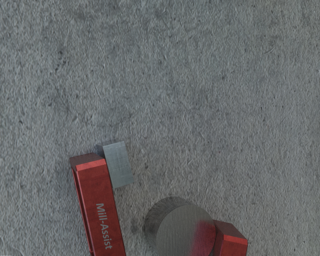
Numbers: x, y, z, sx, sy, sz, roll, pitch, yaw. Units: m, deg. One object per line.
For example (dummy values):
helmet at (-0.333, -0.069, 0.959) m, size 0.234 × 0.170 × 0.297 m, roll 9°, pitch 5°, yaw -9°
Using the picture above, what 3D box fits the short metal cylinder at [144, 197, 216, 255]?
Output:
short metal cylinder at (0.025, 0.135, 0.405) m, size 0.081 × 0.050 × 0.080 m, roll 0°, pitch 90°, yaw -20°

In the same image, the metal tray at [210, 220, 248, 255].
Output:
metal tray at (0.075, 0.194, 0.400) m, size 0.030 × 0.090 × 0.129 m, roll 12°, pitch 86°, yaw 1°

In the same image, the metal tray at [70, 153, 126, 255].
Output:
metal tray at (-0.070, 0.097, 0.348) m, size 0.030 × 0.090 × 0.129 m, roll -13°, pitch 95°, yaw -20°

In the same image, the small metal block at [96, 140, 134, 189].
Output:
small metal block at (-0.055, 0.041, 0.376) m, size 0.025 × 0.050 × 0.050 m, roll -15°, pitch 95°, yaw -19°
